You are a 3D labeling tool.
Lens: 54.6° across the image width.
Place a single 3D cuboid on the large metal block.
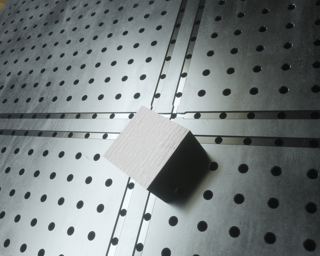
[{"bbox_3d":[-0.008,0.030,0.379,0.080,0.050,0.080,29,78,37],"label":"large metal block"}]
